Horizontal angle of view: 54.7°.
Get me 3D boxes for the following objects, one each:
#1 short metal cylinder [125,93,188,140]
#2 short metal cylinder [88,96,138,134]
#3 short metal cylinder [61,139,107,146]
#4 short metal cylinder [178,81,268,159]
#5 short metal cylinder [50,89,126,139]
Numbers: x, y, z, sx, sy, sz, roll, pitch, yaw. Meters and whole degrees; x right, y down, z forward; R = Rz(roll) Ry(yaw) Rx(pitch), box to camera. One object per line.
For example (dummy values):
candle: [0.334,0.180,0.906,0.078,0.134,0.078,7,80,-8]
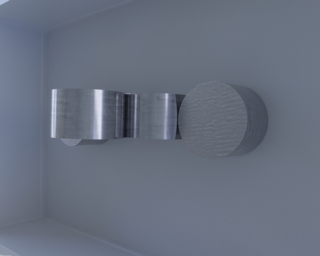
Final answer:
short metal cylinder: [-0.004,-0.014,0.372,0.080,0.081,0.050,2,92,40]
short metal cylinder: [-0.066,-0.016,0.423,0.080,0.081,0.050,2,92,40]
short metal cylinder: [-0.118,-0.013,0.486,0.080,0.050,0.080,0,90,40]
short metal cylinder: [0.067,-0.008,0.333,0.080,0.050,0.080,0,90,40]
short metal cylinder: [-0.080,-0.015,0.345,0.080,0.081,0.050,2,92,40]
